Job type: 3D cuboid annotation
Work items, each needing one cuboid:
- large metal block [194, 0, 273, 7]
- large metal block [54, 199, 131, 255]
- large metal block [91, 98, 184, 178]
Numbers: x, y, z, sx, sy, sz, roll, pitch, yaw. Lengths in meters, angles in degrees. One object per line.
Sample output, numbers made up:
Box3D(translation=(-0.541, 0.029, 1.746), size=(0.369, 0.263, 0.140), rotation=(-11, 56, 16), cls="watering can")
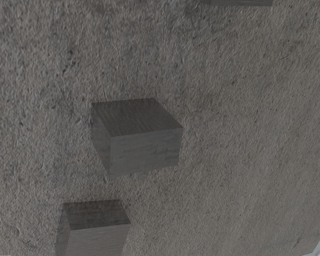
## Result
Box3D(translation=(0.080, -0.175, 0.326), size=(0.081, 0.050, 0.079), rotation=(-9, 123, -24), cls="large metal block")
Box3D(translation=(-0.095, 0.149, 0.431), size=(0.081, 0.050, 0.079), rotation=(4, 117, -30), cls="large metal block")
Box3D(translation=(-0.030, 0.007, 0.359), size=(0.081, 0.080, 0.050), rotation=(-7, 122, -25), cls="large metal block")
